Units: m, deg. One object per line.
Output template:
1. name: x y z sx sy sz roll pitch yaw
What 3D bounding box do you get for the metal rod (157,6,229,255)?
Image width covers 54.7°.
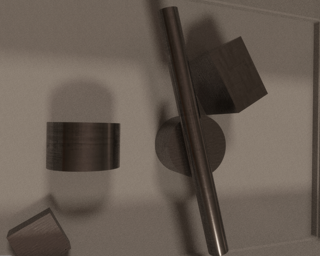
1. metal rod: 0.041 0.008 0.373 0.025 0.025 0.298 -14 95 -20

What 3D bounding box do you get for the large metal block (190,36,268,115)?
1. large metal block: 0.083 -0.065 0.413 0.050 0.080 0.080 -32 101 -17

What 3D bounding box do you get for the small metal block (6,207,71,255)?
1. small metal block: -0.139 0.130 0.360 0.050 0.025 0.050 -29 100 -18

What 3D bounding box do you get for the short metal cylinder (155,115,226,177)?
1. short metal cylinder: 0.040 0.023 0.413 0.081 0.050 0.079 0 90 -20

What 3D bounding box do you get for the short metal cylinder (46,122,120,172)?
1. short metal cylinder: -0.086 0.019 0.350 0.081 0.080 0.050 1 90 -20
